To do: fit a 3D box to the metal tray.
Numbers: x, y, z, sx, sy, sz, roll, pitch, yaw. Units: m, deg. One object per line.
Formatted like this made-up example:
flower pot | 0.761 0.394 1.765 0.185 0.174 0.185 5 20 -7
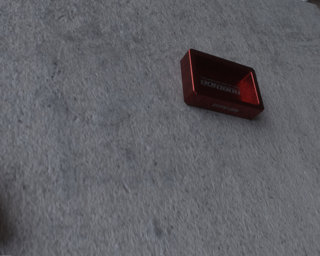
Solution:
metal tray | 0.100 -0.069 0.498 0.131 0.030 0.090 11 57 -23
